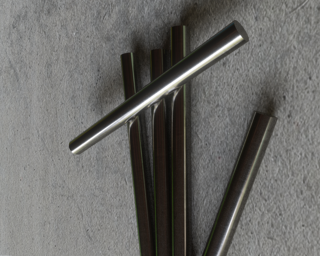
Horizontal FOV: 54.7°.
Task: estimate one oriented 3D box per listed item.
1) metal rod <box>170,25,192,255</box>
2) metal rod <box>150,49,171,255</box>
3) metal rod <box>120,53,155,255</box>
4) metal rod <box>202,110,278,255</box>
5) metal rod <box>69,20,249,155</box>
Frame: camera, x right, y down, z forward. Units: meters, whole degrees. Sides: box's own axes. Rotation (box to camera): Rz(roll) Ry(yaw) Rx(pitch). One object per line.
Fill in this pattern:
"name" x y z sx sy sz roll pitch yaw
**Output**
"metal rod" 0.026 0.026 0.383 0.025 0.025 0.298 -1 90 40
"metal rod" 0.003 0.049 0.402 0.025 0.025 0.298 -3 88 40
"metal rod" -0.028 0.045 0.428 0.025 0.025 0.298 -10 83 39
"metal rod" 0.068 0.126 0.349 0.025 0.025 0.298 26 106 37
"metal rod" -0.025 -0.033 0.391 0.299 0.025 0.025 -31 71 35
